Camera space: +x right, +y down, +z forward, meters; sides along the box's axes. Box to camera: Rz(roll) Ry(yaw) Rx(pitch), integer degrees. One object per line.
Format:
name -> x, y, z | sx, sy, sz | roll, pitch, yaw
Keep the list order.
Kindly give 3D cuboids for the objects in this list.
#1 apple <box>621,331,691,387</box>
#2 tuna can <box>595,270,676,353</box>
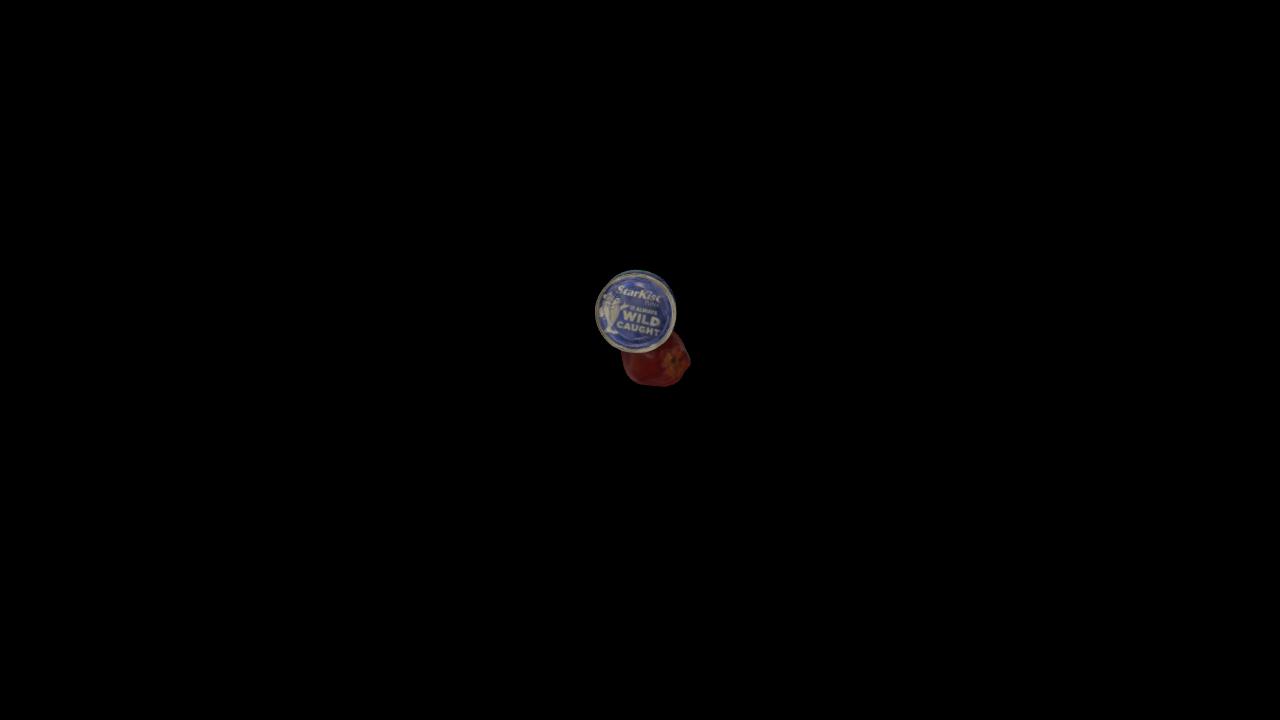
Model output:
apple -> 0.017, -0.005, 0.740 | 0.079, 0.079, 0.093 | 0, 13, -27
tuna can -> -0.003, -0.052, 0.643 | 0.084, 0.084, 0.034 | 0, 17, 4
